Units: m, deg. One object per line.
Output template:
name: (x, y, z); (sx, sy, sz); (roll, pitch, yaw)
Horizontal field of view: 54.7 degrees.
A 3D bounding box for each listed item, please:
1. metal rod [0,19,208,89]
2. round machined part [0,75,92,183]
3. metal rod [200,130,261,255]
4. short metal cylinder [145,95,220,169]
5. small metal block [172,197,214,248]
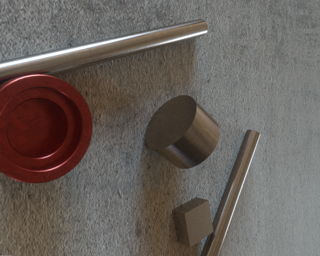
metal rod: (-0.048, -0.096, 0.365); (0.302, 0.025, 0.025); (-26, 107, -37)
round machined part: (-0.118, 0.000, 0.292); (0.099, 0.042, 0.097); (-6, 99, -42)
metal rod: (0.103, 0.136, 0.494); (0.025, 0.025, 0.300); (40, 66, -33)
short metal cylinder: (0.028, 0.005, 0.395); (0.050, 0.080, 0.080); (41, 65, -33)
small metal block: (0.048, 0.135, 0.448); (0.050, 0.025, 0.050); (-17, 101, -39)
